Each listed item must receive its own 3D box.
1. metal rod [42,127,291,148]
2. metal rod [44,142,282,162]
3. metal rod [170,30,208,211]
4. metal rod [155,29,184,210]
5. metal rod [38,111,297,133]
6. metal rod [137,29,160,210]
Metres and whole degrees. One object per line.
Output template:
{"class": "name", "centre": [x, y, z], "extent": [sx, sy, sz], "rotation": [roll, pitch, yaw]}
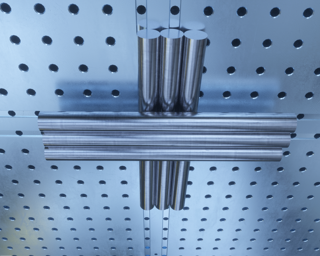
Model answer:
{"class": "metal rod", "centre": [0.009, 0.012, 0.389], "extent": [0.302, 0.025, 0.025], "rotation": [0, 130, -1]}
{"class": "metal rod", "centre": [0.005, 0.031, 0.405], "extent": [0.302, 0.025, 0.025], "rotation": [0, 130, -1]}
{"class": "metal rod", "centre": [0.033, 0.015, 0.424], "extent": [0.025, 0.025, 0.298], "rotation": [1, 130, -1]}
{"class": "metal rod", "centre": [0.008, 0.014, 0.423], "extent": [0.025, 0.025, 0.298], "rotation": [1, 130, -1]}
{"class": "metal rod", "centre": [0.009, -0.007, 0.372], "extent": [0.302, 0.025, 0.025], "rotation": [0, 130, -1]}
{"class": "metal rod", "centre": [-0.017, 0.014, 0.423], "extent": [0.025, 0.025, 0.298], "rotation": [1, 130, -1]}
